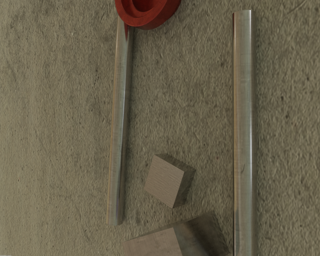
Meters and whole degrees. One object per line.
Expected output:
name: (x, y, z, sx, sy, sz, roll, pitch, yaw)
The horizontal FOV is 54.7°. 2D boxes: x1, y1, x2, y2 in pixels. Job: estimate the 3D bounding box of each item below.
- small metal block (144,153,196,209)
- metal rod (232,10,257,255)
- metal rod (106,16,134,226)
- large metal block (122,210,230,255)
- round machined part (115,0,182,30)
small metal block: (0.012, 0.066, 0.394, 0.050, 0.025, 0.050, 26, 106, 36)
metal rod: (0.090, 0.028, 0.329, 0.025, 0.025, 0.298, 0, 90, 39)
metal rod: (-0.058, -0.009, 0.450, 0.025, 0.025, 0.298, 6, 94, 39)
large metal block: (0.018, 0.136, 0.352, 0.080, 0.081, 0.050, -30, 72, 36)
round machined part: (-0.010, -0.176, 0.400, 0.098, 0.042, 0.097, 0, 90, 39)
